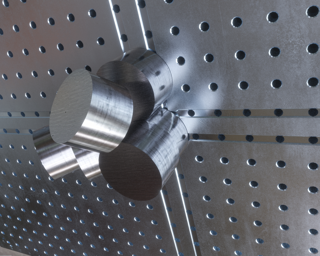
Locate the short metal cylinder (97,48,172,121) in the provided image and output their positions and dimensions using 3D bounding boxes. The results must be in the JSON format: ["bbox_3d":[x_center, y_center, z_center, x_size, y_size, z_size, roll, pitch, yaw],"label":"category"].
[{"bbox_3d":[-0.032,-0.052,0.379,0.080,0.050,0.079,13,124,21],"label":"short metal cylinder"}]

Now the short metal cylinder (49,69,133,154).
[{"bbox_3d":[-0.074,-0.017,0.331,0.080,0.080,0.050,-26,147,37],"label":"short metal cylinder"}]

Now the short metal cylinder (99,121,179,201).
[{"bbox_3d":[-0.024,0.038,0.364,0.080,0.050,0.079,13,124,21],"label":"short metal cylinder"}]

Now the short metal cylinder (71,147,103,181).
[{"bbox_3d":[-0.088,0.026,0.429,0.050,0.080,0.080,-24,111,-7],"label":"short metal cylinder"}]

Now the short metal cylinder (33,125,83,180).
[{"bbox_3d":[-0.147,0.030,0.463,0.050,0.080,0.080,-24,111,-8],"label":"short metal cylinder"}]

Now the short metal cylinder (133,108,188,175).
[{"bbox_3d":[-0.009,0.019,0.411,0.080,0.050,0.079,13,124,21],"label":"short metal cylinder"}]
